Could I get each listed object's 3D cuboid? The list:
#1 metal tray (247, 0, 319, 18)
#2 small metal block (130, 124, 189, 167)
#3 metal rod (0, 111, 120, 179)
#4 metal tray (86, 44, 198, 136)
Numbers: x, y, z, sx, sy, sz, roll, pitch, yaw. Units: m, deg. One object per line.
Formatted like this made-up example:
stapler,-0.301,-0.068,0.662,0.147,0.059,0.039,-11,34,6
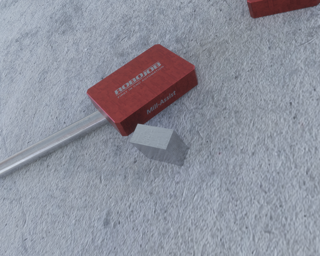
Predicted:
metal tray,0.176,-0.223,0.444,0.090,0.030,0.130,-4,60,26
small metal block,0.000,0.021,0.374,0.050,0.050,0.025,9,67,32
metal rod,-0.137,0.009,0.467,0.301,0.025,0.025,-26,53,11
metal tray,-0.024,-0.057,0.429,0.131,0.030,0.090,-37,50,-13
